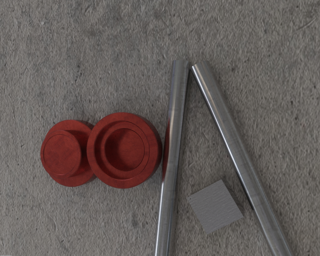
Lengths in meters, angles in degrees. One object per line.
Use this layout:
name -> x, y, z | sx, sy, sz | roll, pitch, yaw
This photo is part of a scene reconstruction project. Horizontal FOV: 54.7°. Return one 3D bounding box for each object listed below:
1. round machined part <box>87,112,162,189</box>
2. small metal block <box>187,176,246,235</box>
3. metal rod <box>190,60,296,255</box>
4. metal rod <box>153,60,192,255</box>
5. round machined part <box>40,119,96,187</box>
round machined part -> -0.044, 0.028, 0.413 | 0.098, 0.042, 0.097 | 0, 90, 16
small metal block -> 0.070, 0.095, 0.384 | 0.050, 0.025, 0.050 | -33, 80, 17
metal rod -> 0.106, 0.058, 0.371 | 0.025, 0.025, 0.299 | -25, 82, 18
metal rod -> 0.014, 0.063, 0.404 | 0.025, 0.025, 0.298 | 6, 92, 20
round machined part -> -0.131, 0.036, 0.446 | 0.098, 0.042, 0.097 | 0, 90, 20
